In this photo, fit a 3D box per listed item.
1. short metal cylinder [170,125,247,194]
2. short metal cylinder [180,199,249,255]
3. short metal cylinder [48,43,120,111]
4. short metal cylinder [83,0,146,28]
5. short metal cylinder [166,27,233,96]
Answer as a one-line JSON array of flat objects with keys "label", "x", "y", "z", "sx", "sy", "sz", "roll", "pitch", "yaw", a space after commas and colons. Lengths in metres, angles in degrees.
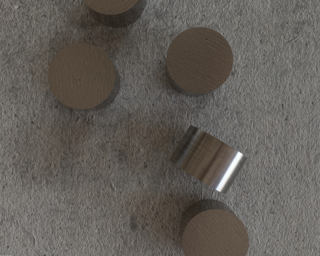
[{"label": "short metal cylinder", "x": 0.059, "y": 0.038, "z": 0.383, "sx": 0.080, "sy": 0.080, "sz": 0.050, "roll": 31, "pitch": 90, "yaw": 0}, {"label": "short metal cylinder", "x": 0.067, "y": 0.137, "z": 0.398, "sx": 0.081, "sy": 0.050, "sz": 0.080, "roll": 0, "pitch": 90, "yaw": 0}, {"label": "short metal cylinder", "x": -0.094, "y": -0.062, "z": 0.397, "sx": 0.081, "sy": 0.050, "sz": 0.080, "roll": 0, "pitch": 90, "yaw": 0}, {"label": "short metal cylinder", "x": -0.059, "y": -0.176, "z": 0.397, "sx": 0.081, "sy": 0.050, "sz": 0.080, "roll": 0, "pitch": 90, "yaw": 0}, {"label": "short metal cylinder", "x": 0.048, "y": -0.082, "z": 0.398, "sx": 0.081, "sy": 0.050, "sz": 0.080, "roll": 0, "pitch": 90, "yaw": 0}]
